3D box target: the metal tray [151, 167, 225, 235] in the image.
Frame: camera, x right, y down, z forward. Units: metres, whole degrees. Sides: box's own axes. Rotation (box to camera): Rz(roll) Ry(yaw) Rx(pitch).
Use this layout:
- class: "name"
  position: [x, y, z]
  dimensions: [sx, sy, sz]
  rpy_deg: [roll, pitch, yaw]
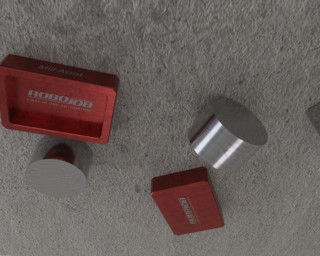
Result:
- class: "metal tray"
  position: [0.048, 0.124, 0.510]
  dimensions: [0.090, 0.030, 0.130]
  rpy_deg: [-15, 129, 12]

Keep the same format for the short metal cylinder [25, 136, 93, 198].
- class: "short metal cylinder"
  position: [-0.139, 0.053, 0.435]
  dimensions: [0.081, 0.050, 0.079]
  rpy_deg: [0, 130, 0]

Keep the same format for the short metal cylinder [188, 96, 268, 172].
- class: "short metal cylinder"
  position: [0.082, 0.007, 0.377]
  dimensions: [0.080, 0.080, 0.050]
  rpy_deg: [22, 127, -18]

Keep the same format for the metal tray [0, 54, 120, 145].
- class: "metal tray"
  position: [-0.121, -0.031, 0.375]
  dimensions: [0.131, 0.030, 0.089]
  rpy_deg: [10, 130, -9]

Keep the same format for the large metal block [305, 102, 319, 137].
- class: "large metal block"
  position: [0.247, -0.009, 0.386]
  dimensions: [0.080, 0.050, 0.080]
  rpy_deg: [34, 122, -26]
